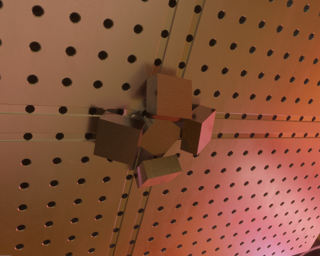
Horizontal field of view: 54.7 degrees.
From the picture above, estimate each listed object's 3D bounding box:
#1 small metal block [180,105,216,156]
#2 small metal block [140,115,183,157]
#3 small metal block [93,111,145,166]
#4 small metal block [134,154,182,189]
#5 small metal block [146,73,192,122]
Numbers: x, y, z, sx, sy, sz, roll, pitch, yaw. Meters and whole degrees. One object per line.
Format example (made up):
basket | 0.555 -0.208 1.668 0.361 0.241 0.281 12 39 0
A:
small metal block | 0.053 0.002 0.428 0.050 0.025 0.050 -38 141 -51
small metal block | -0.004 0.006 0.414 0.050 0.025 0.050 -49 129 6
small metal block | -0.050 0.013 0.378 0.050 0.025 0.050 16 115 2
small metal block | -0.004 0.061 0.432 0.050 0.025 0.050 -9 158 -24
small metal block | 0.012 -0.036 0.381 0.050 0.025 0.050 6 79 -31
